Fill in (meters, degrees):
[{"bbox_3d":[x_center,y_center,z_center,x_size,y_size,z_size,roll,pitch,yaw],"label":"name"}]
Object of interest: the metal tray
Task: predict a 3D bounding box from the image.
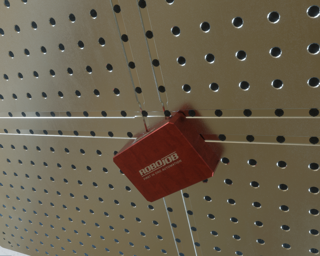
[{"bbox_3d":[0.005,0.046,0.434,0.130,0.030,0.090,-33,100,38],"label":"metal tray"}]
